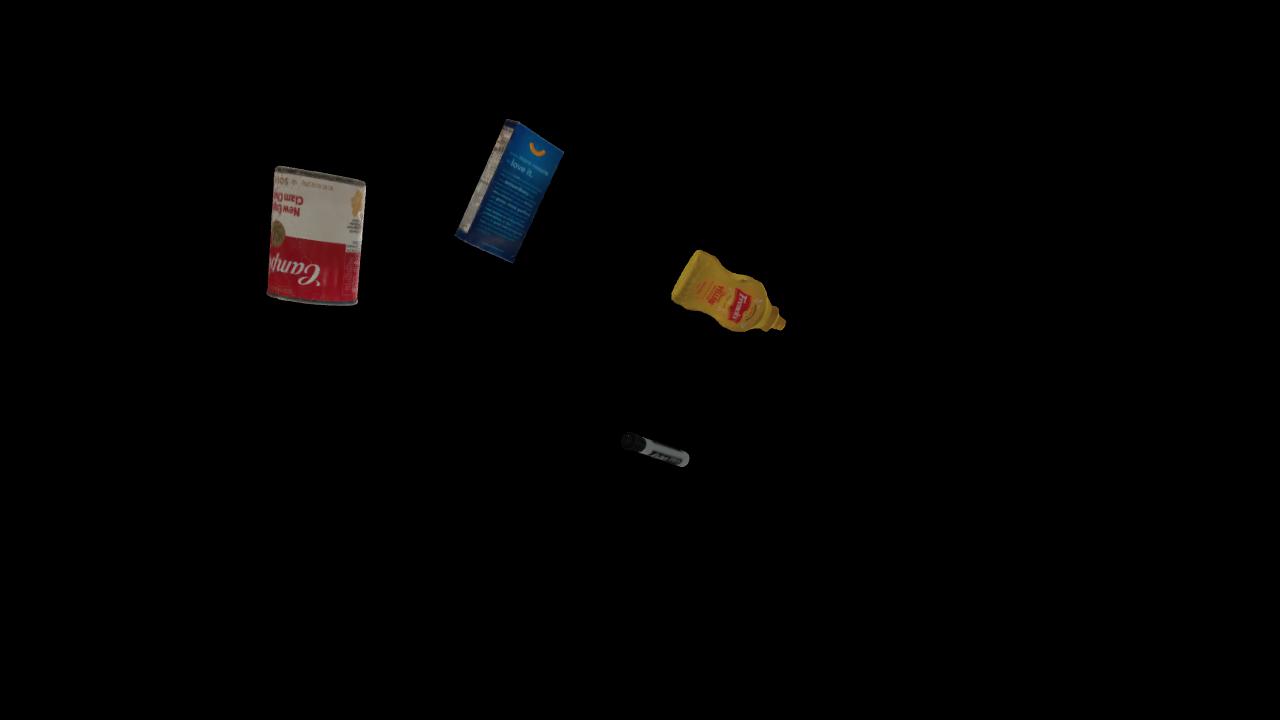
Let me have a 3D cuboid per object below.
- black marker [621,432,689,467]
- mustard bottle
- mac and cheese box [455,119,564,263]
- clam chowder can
[{"bbox_3d":[0.018,0.099,0.674,0.020,0.020,0.121,0,-17,34],"label":"black marker"},{"bbox_3d":[0.148,-0.093,0.963,0.184,0.092,0.054,26,17,-11],"label":"mustard bottle"},{"bbox_3d":[-0.191,-0.245,0.905,0.041,0.184,0.093,32,8,41],"label":"mac and cheese box"},{"bbox_3d":[-0.263,-0.100,0.502,0.068,0.102,0.068,10,9,-2],"label":"clam chowder can"}]
